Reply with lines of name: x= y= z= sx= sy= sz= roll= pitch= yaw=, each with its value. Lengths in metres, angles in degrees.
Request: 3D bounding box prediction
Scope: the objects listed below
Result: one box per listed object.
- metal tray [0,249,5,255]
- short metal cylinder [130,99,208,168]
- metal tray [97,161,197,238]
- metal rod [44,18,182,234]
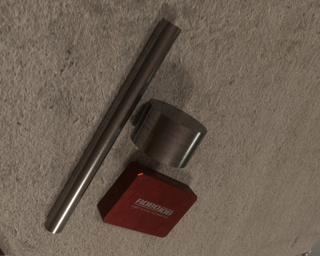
metal tray: x=-0.259 y=0.210 z=0.392 sx=0.131 sy=0.030 sz=0.089 roll=-19 pitch=126 yaw=-18
short metal cylinder: x=0.011 y=0.006 z=0.382 sx=0.081 sy=0.080 sz=0.050 roll=18 pitch=109 yaw=-36
metal tray: x=-0.016 y=0.112 z=0.466 sx=0.131 sy=0.030 sz=0.090 roll=31 pitch=101 yaw=-38
metal rod: x=-0.064 y=0.008 z=0.377 sx=0.025 sy=0.025 sz=0.299 roll=22 pitch=106 yaw=-37
